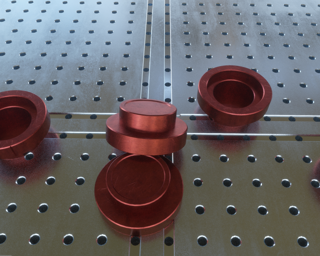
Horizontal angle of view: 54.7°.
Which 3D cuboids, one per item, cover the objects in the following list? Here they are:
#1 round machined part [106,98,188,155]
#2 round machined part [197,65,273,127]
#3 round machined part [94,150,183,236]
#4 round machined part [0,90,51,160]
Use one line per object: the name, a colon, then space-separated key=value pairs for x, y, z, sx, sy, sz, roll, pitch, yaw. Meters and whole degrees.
round machined part: x=-0.015 y=-0.007 z=0.375 sx=0.099 sy=0.042 sz=0.098 roll=5 pitch=20 yaw=-1
round machined part: x=0.101 y=-0.040 z=0.432 sx=0.099 sy=0.042 sz=0.098 roll=0 pitch=50 yaw=0
round machined part: x=-0.023 y=0.064 z=0.343 sx=0.099 sy=0.042 sz=0.098 roll=0 pitch=50 yaw=0
round machined part: x=-0.189 y=0.000 z=0.394 sx=0.099 sy=0.042 sz=0.098 roll=0 pitch=50 yaw=0
